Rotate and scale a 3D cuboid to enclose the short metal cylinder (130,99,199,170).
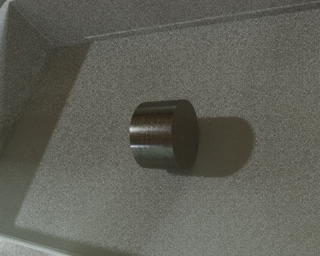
[{"bbox_3d":[0.008,0.008,0.360,0.050,0.080,0.080,-2,61,27],"label":"short metal cylinder"}]
